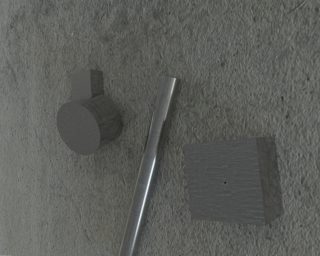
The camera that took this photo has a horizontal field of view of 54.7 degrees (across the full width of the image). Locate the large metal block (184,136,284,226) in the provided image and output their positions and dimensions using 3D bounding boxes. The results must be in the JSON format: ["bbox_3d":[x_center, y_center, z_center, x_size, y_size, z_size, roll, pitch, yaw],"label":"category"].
[{"bbox_3d":[0.076,0.053,0.325,0.080,0.050,0.080,-8,85,39],"label":"large metal block"}]

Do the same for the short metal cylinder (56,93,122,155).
[{"bbox_3d":[-0.103,-0.006,0.455,0.080,0.050,0.079,12,115,26],"label":"short metal cylinder"}]

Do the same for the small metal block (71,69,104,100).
[{"bbox_3d":[-0.117,-0.064,0.499,0.050,0.025,0.050,-5,87,39],"label":"small metal block"}]

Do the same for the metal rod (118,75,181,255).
[{"bbox_3d":[-0.021,0.077,0.419,0.025,0.025,0.298,23,104,37],"label":"metal rod"}]
